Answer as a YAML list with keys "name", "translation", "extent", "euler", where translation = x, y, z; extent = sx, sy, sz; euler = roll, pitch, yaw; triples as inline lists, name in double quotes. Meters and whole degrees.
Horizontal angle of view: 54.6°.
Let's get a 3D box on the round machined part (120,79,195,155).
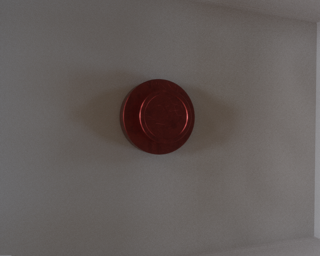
- name: "round machined part"
  translation: [0.001, -0.014, 0.398]
  extent: [0.099, 0.042, 0.097]
  euler: [0, 90, -20]
